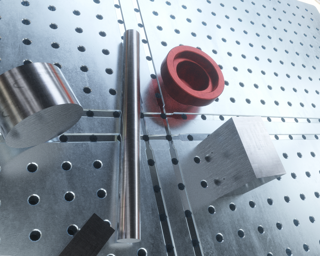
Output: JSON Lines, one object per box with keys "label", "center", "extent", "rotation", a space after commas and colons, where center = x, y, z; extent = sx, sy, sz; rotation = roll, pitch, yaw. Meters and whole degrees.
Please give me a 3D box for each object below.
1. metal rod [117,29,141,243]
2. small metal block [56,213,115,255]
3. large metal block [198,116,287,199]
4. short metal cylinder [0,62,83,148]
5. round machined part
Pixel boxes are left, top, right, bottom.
{"label": "metal rod", "center": [-0.038, -0.012, 0.396], "extent": [0.025, 0.025, 0.299], "rotation": [12, 57, -22]}
{"label": "small metal block", "center": [-0.073, 0.112, 0.285], "extent": [0.025, 0.050, 0.050], "rotation": [41, 51, -1]}
{"label": "large metal block", "center": [0.103, 0.039, 0.407], "extent": [0.050, 0.080, 0.080], "rotation": [-2, 63, -30]}
{"label": "short metal cylinder", "center": [-0.128, -0.022, 0.318], "extent": [0.081, 0.080, 0.050], "rotation": [-23, 74, -36]}
{"label": "round machined part", "center": [0.045, -0.073, 0.468], "extent": [0.099, 0.042, 0.098], "rotation": [14, 56, -21]}
